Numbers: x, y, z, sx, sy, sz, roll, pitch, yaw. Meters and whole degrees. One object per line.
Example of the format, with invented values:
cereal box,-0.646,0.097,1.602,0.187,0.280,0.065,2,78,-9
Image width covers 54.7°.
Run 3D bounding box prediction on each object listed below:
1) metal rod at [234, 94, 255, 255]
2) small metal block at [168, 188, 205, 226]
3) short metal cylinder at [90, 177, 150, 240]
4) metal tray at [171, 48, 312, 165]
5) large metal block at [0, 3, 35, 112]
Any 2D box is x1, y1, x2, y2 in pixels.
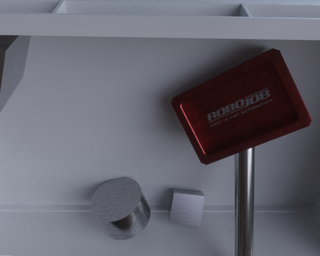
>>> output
metal rod,0.112,0.101,0.413,0.025,0.025,0.298,-3,104,2
small metal block,0.042,0.128,0.503,0.050,0.025,0.050,8,96,-7
short metal cylinder,-0.060,0.123,0.477,0.080,0.080,0.050,-11,129,9
metal tray,0.090,-0.022,0.356,0.130,0.030,0.090,-25,95,23
large metal block,-0.170,-0.071,0.310,0.050,0.080,0.079,19,128,-16
